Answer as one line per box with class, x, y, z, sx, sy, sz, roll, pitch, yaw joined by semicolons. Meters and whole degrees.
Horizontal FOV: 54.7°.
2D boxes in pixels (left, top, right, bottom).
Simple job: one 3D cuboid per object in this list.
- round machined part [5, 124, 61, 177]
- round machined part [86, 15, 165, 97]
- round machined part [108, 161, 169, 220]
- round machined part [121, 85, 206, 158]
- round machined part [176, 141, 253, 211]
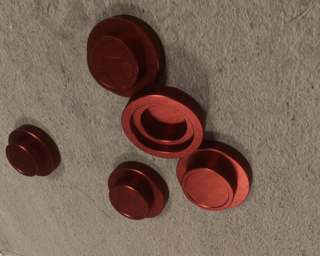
round machined part;-0.227;0.046;0.541;0.098;0.042;0.097;13;124;20
round machined part;-0.047;-0.081;0.369;0.098;0.042;0.097;13;124;20
round machined part;-0.039;0.103;0.478;0.098;0.042;0.097;13;124;20
round machined part;0.007;-0.012;0.374;0.098;0.042;0.097;9;133;10
round machined part;0.067;0.068;0.402;0.098;0.042;0.097;13;124;20
